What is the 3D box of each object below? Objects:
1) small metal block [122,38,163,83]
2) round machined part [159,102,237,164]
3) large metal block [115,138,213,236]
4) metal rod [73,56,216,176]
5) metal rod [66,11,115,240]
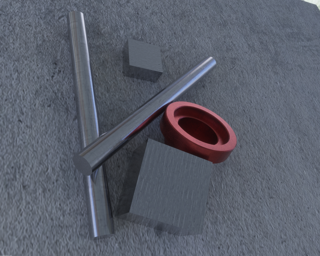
[{"bbox_3d":[-0.026,-0.098,0.451,0.050,0.025,0.050,8,58,-24],"label":"small metal block"},{"bbox_3d":[0.044,0.011,0.398,0.099,0.042,0.098,19,33,-12],"label":"round machined part"},{"bbox_3d":[0.005,0.068,0.344,0.080,0.050,0.080,22,62,-16],"label":"large metal block"},{"bbox_3d":[0.003,-0.035,0.410,0.025,0.025,0.302,45,45,3],"label":"metal rod"},{"bbox_3d":[-0.088,-0.023,0.371,0.025,0.025,0.299,1,61,-28],"label":"metal rod"}]
